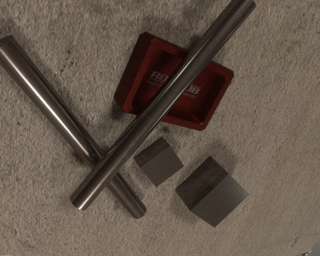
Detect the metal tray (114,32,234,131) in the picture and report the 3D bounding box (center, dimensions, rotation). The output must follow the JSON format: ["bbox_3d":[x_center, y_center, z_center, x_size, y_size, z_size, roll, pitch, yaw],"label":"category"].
[{"bbox_3d":[0.020,-0.052,0.383,0.131,0.030,0.089,13,112,-34],"label":"metal tray"}]

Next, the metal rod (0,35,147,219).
[{"bbox_3d":[-0.088,0.025,0.374,0.025,0.025,0.299,-34,129,-6],"label":"metal rod"}]

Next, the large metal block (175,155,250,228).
[{"bbox_3d":[0.086,0.105,0.505,0.080,0.050,0.080,-45,130,3],"label":"large metal block"}]

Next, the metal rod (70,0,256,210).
[{"bbox_3d":[-0.002,-0.024,0.352,0.025,0.025,0.299,34,99,-39],"label":"metal rod"}]

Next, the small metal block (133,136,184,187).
[{"bbox_3d":[-0.001,0.048,0.438,0.050,0.025,0.050,-37,130,-4],"label":"small metal block"}]
